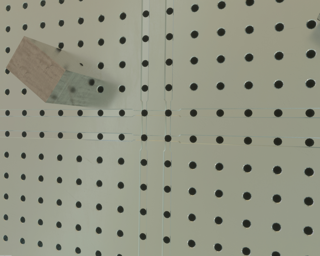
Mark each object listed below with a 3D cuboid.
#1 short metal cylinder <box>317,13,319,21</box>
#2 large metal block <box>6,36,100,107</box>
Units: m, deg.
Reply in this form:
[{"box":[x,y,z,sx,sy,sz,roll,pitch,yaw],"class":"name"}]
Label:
[{"box":[0.209,-0.128,0.310,0.050,0.080,0.080,45,104,14],"class":"short metal cylinder"},{"box":[-0.147,-0.076,0.434,0.080,0.080,0.050,39,102,15],"class":"large metal block"}]
